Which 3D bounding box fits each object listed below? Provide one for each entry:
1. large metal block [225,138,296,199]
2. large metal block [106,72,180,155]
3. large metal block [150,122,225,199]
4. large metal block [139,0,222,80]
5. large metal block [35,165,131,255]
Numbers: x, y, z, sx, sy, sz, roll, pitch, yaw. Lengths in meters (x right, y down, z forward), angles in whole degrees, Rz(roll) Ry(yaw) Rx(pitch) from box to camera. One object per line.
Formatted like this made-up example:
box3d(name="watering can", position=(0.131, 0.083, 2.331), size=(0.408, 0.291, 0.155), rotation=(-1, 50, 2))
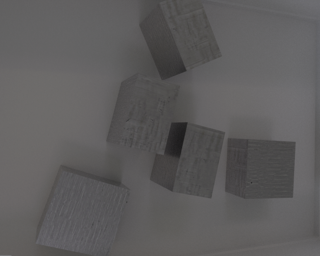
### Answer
box3d(name="large metal block", position=(0.145, 0.057, 0.451), size=(0.081, 0.050, 0.080), rotation=(4, 89, -20))
box3d(name="large metal block", position=(-0.023, -0.015, 0.373), size=(0.050, 0.080, 0.080), rotation=(15, 85, -20))
box3d(name="large metal block", position=(0.032, 0.038, 0.393), size=(0.050, 0.080, 0.080), rotation=(14, 85, -20))
box3d(name="large metal block", position=(0.023, -0.111, 0.389), size=(0.050, 0.080, 0.080), rotation=(-26, 99, -18))
box3d(name="large metal block", position=(-0.090, 0.096, 0.364), size=(0.080, 0.050, 0.080), rotation=(21, 83, -19))
